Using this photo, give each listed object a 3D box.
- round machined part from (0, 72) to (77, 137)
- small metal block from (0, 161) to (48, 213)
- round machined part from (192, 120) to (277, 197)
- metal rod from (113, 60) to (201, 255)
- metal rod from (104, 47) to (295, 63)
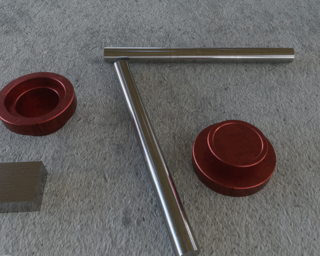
[{"bbox_3d":[-0.161,-0.027,0.414,0.099,0.042,0.098,0,50,0],"label":"round machined part"},{"bbox_3d":[-0.159,0.066,0.347,0.050,0.025,0.050,-2,50,-2],"label":"small metal block"},{"bbox_3d":[0.089,0.029,0.369,0.099,0.042,0.098,0,50,0],"label":"round machined part"},{"bbox_3d":[-0.017,0.014,0.391,0.025,0.025,0.300,-13,51,-11],"label":"metal rod"},{"bbox_3d":[0.062,-0.118,0.502,0.302,0.025,0.025,0,50,0],"label":"metal rod"}]
